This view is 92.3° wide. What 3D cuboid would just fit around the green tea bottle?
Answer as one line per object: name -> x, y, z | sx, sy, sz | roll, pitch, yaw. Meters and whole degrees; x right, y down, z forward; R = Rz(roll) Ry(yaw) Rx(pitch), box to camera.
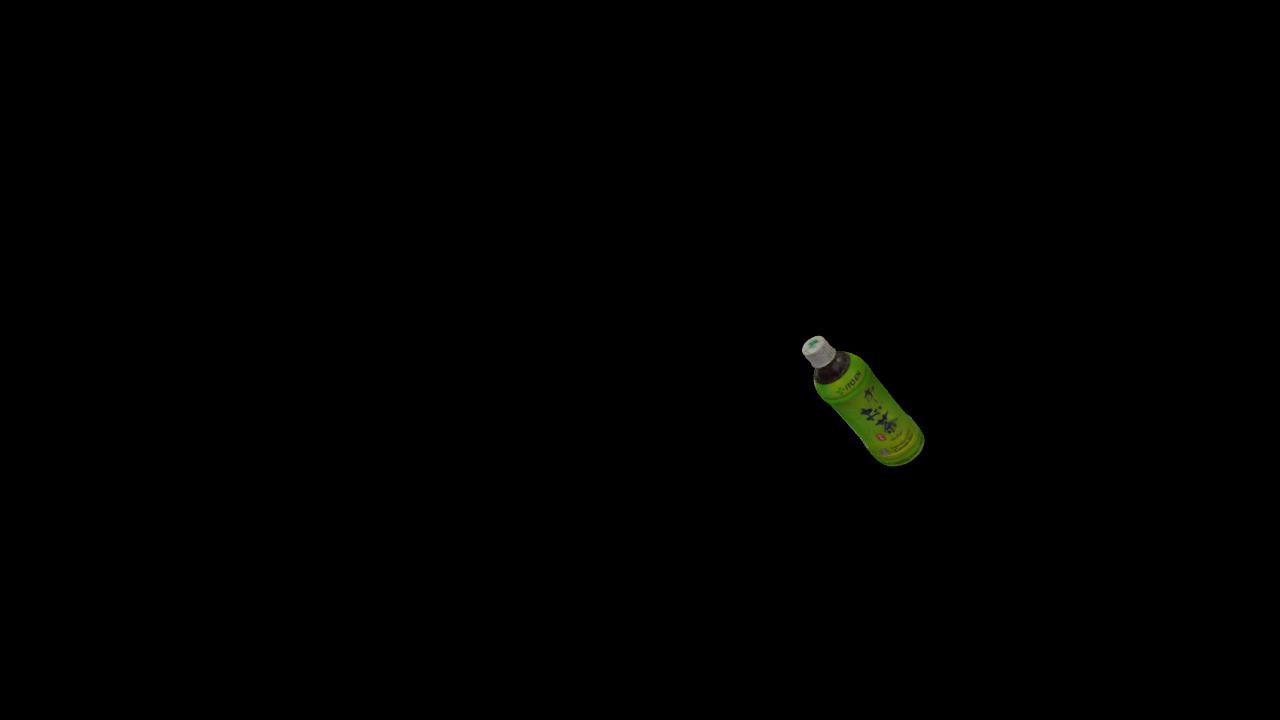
green tea bottle -> 0.272, 0.049, 0.767 | 0.212, 0.073, 0.073 | 41, -20, -24
